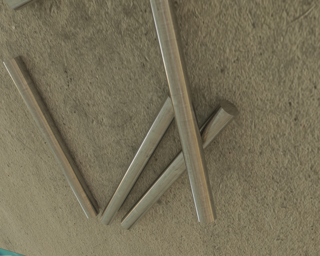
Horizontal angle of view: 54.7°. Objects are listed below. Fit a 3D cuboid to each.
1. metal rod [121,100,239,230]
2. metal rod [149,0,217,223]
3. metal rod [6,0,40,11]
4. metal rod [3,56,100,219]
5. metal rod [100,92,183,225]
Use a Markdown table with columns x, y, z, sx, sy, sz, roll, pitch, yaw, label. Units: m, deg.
| x | y | z | sx | sy | sz | roll | pitch | yaw | label |
| --- | --- | --- | --- | --- | --- | --- | --- | --- | --- |
| 0.011 | 0.071 | 0.444 | 0.025 | 0.025 | 0.298 | 38 | 129 | 3 | metal rod |
| 0.027 | -0.025 | 0.352 | 0.025 | 0.025 | 0.298 | -4 | 109 | 30 | metal rod |
| -0.063 | -0.182 | 0.326 | 0.300 | 0.025 | 0.025 | -7 | 115 | 31 | metal rod |
| -0.172 | 0.027 | 0.514 | 0.025 | 0.025 | 0.299 | -7 | 115 | 31 | metal rod |
| -0.037 | 0.063 | 0.465 | 0.025 | 0.025 | 0.298 | 34 | 129 | 5 | metal rod |
